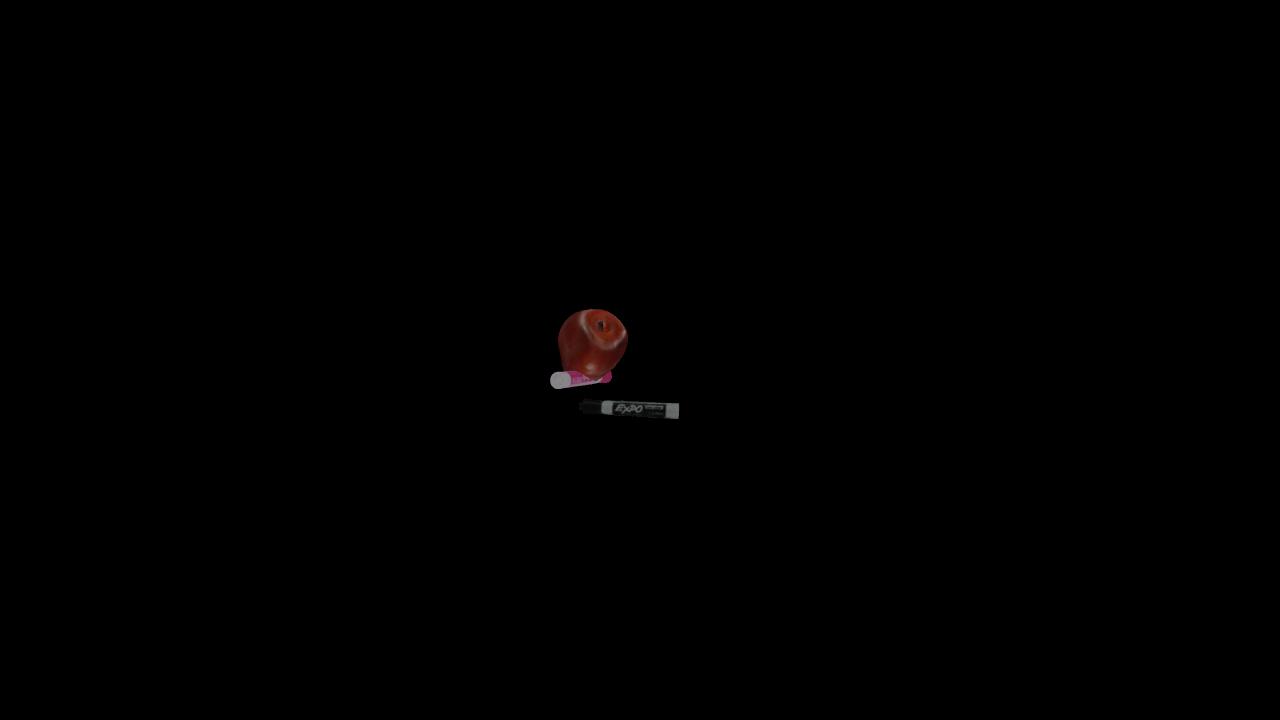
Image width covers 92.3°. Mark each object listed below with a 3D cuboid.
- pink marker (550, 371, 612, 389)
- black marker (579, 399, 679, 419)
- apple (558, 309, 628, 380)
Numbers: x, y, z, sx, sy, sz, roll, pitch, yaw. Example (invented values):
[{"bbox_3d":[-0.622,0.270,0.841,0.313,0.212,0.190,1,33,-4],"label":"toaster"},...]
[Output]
[{"bbox_3d":[-0.065,0.021,0.719,0.020,0.020,0.121,0,1,24],"label":"pink marker"},{"bbox_3d":[-0.014,0.059,0.738,0.121,0.020,0.020,2,0,5],"label":"black marker"},{"bbox_3d":[-0.058,-0.017,0.717,0.079,0.079,0.093,0,-35,-28],"label":"apple"}]
